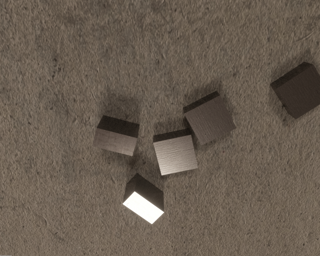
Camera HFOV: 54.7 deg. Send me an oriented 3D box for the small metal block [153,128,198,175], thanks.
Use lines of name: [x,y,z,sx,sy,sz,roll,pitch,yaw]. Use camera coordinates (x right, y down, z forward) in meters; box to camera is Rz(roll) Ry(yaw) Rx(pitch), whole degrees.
small metal block: [0.021,0.032,0.422,0.050,0.025,0.050,-12,110,4]

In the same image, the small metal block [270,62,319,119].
small metal block: [0.179,-0.048,0.395,0.050,0.025,0.050,-35,107,11]

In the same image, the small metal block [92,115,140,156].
small metal block: [-0.055,0.009,0.399,0.050,0.050,0.025,15,109,-6]

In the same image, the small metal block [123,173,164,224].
small metal block: [-0.022,0.097,0.432,0.050,0.050,0.025,38,105,-13]

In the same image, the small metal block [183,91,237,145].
small metal block: [0.064,-0.013,0.406,0.050,0.025,0.050,-27,108,9]
